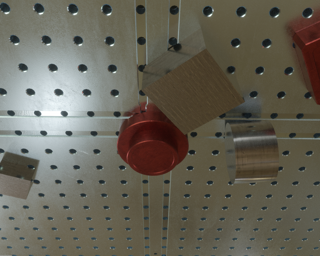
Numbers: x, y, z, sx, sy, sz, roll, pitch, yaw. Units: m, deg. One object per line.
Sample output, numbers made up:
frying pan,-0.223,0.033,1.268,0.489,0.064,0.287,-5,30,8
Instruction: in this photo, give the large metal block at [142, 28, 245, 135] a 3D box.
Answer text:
large metal block,0.037,-0.050,0.353,0.080,0.050,0.080,-30,124,23

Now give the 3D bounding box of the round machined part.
round machined part,-0.010,0.028,0.424,0.099,0.042,0.097,0,130,0

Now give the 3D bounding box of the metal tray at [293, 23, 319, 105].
metal tray,0.224,-0.087,0.335,0.130,0.030,0.090,-23,127,18

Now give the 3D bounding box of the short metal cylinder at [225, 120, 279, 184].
short metal cylinder,0.116,0.031,0.403,0.050,0.080,0.080,-4,130,3

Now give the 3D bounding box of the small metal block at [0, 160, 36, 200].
small metal block,-0.225,0.081,0.478,0.050,0.025,0.050,18,128,-15
